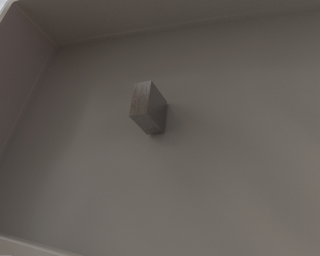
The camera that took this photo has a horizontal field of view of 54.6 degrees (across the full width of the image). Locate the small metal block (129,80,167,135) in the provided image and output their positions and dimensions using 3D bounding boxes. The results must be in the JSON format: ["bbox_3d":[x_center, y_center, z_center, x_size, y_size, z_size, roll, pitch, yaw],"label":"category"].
[{"bbox_3d":[-0.014,-0.026,0.410,0.025,0.050,0.050,-9,57,24],"label":"small metal block"}]
